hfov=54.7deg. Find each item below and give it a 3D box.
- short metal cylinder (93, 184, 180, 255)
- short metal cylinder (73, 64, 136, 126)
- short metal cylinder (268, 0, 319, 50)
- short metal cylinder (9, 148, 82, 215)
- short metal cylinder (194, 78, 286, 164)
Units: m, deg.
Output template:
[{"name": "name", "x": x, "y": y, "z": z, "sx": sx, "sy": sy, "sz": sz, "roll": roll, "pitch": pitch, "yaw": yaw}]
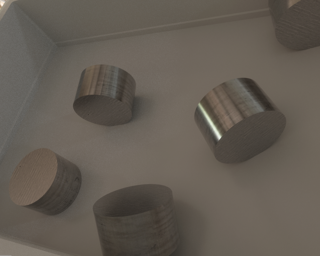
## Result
[{"name": "short metal cylinder", "x": -0.023, "y": 0.095, "z": 0.315, "sx": 0.080, "sy": 0.080, "sz": 0.050, "roll": -5, "pitch": 99, "yaw": 25}, {"name": "short metal cylinder", "x": -0.077, "y": -0.044, "z": 0.438, "sx": 0.080, "sy": 0.080, "sz": 0.050, "roll": -9, "pitch": 58, "yaw": 23}, {"name": "short metal cylinder", "x": 0.174, "y": -0.139, "z": 0.365, "sx": 0.080, "sy": 0.080, "sz": 0.050, "roll": -13, "pitch": 57, "yaw": 21}, {"name": "short metal cylinder", "x": -0.157, "y": 0.074, "z": 0.427, "sx": 0.080, "sy": 0.050, "sz": 0.080, "roll": -13, "pitch": 56, "yaw": 21}, {"name": "short metal cylinder", "x": 0.084, "y": -0.006, "z": 0.330, "sx": 0.080, "sy": 0.080, "sz": 0.050, "roll": -31, "pitch": 52, "yaw": 8}]
